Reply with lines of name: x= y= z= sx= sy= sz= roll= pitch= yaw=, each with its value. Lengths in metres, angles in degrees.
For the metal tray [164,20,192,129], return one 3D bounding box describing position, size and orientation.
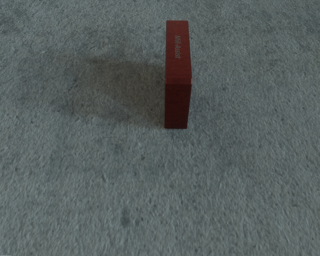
metal tray: x=0.022 y=-0.074 z=0.423 sx=0.030 sy=0.089 sz=0.130 roll=1 pitch=50 yaw=1
